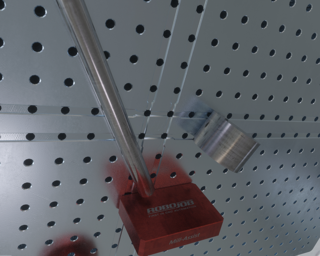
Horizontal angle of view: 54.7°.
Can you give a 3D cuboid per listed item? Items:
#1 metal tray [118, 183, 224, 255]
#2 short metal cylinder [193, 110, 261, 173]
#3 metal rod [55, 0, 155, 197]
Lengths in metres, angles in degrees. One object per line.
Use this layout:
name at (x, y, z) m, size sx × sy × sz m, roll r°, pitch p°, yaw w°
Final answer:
metal tray at (0.015, 0.129, 0.456) m, size 0.131 × 0.090 × 0.030 m, roll -5°, pitch 121°, yaw -26°
short metal cylinder at (0.093, 0.019, 0.438) m, size 0.080 × 0.080 × 0.050 m, roll 28°, pitch 103°, yaw -38°
metal rod at (-0.054, -0.022, 0.367) m, size 0.025 × 0.025 × 0.299 m, roll -26°, pitch 128°, yaw -12°
